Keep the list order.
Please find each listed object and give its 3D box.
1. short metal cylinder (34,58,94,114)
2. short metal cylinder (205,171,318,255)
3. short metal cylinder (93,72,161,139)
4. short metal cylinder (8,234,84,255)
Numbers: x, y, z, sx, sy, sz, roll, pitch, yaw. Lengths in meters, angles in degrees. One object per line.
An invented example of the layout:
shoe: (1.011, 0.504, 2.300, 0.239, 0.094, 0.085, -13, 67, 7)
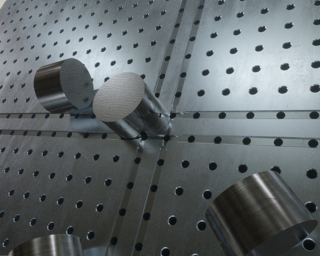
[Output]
short metal cylinder: (-0.151, -0.066, 0.493, 0.050, 0.080, 0.080, -9, 58, 23)
short metal cylinder: (0.088, 0.083, 0.276, 0.080, 0.080, 0.050, -34, 51, 6)
short metal cylinder: (-0.046, -0.031, 0.436, 0.080, 0.050, 0.080, -13, 56, 21)
short metal cylinder: (-0.122, 0.159, 0.340, 0.080, 0.080, 0.050, -30, 52, 9)
